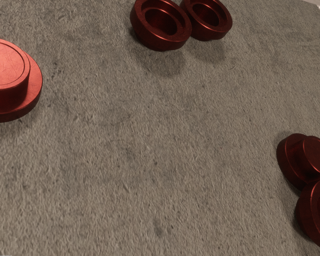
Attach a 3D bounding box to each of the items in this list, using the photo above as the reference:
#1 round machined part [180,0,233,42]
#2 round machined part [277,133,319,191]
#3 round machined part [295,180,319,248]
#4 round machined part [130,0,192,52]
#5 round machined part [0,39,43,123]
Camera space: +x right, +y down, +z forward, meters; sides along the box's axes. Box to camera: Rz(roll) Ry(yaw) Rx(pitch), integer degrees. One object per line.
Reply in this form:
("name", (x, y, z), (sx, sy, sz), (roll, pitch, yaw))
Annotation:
("round machined part", (0.078, -0.195, 0.556), (0.099, 0.042, 0.098), (14, 56, -21))
("round machined part", (0.240, 0.051, 0.494), (0.099, 0.042, 0.098), (14, 56, -21))
("round machined part", (0.235, 0.124, 0.441), (0.099, 0.042, 0.098), (10, 65, -22))
("round machined part", (-0.002, -0.161, 0.492), (0.099, 0.042, 0.098), (14, 56, -21))
("round machined part", (-0.178, -0.057, 0.332), (0.099, 0.042, 0.098), (14, 56, -21))
